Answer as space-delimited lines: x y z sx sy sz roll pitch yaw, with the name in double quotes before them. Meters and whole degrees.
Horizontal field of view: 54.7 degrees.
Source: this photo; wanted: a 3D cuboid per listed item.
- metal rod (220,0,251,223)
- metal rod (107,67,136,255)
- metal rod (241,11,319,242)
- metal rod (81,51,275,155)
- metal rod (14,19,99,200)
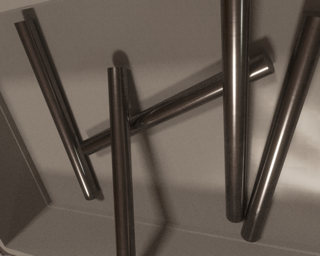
"metal rod" 0.083 0.002 0.341 0.025 0.025 0.298 8 130 23
"metal rod" -0.048 0.073 0.401 0.025 0.025 0.298 0 94 28
"metal rod" 0.132 0.025 0.353 0.025 0.025 0.298 16 125 19
"metal rod" -0.002 -0.018 0.397 0.299 0.025 0.025 -24 106 36
"metal rod" -0.150 -0.012 0.477 0.025 0.025 0.298 1 119 27
